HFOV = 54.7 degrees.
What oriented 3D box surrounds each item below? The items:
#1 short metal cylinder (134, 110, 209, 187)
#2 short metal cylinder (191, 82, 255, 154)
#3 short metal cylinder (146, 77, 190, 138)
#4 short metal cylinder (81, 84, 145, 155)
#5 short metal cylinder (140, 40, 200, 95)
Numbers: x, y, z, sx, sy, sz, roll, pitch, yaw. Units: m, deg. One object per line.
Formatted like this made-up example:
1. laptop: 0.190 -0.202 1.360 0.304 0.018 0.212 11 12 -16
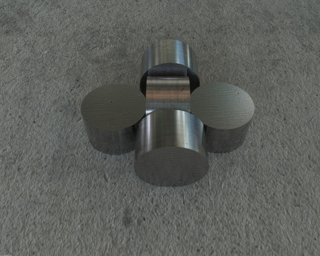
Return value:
1. short metal cylinder: 0.012 0.025 0.349 0.081 0.080 0.050 0 50 0
2. short metal cylinder: 0.075 -0.014 0.400 0.080 0.050 0.080 0 50 0
3. short metal cylinder: 0.010 -0.025 0.390 0.050 0.080 0.080 0 50 0
4. short metal cylinder: -0.056 -0.012 0.398 0.081 0.050 0.080 1 50 -1
5. short metal cylinder: 0.013 -0.075 0.433 0.081 0.080 0.050 0 50 0
